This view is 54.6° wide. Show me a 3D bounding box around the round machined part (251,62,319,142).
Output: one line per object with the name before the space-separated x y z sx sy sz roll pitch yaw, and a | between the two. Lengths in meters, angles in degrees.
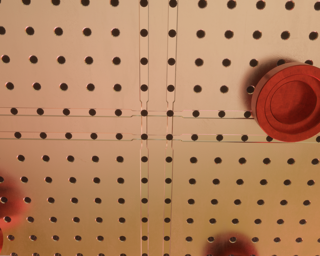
round machined part | 0.165 -0.034 0.393 0.099 0.042 0.097 0 110 0

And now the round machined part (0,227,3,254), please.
round machined part | -0.268 0.169 0.446 0.098 0.098 0.042 -27 151 9
